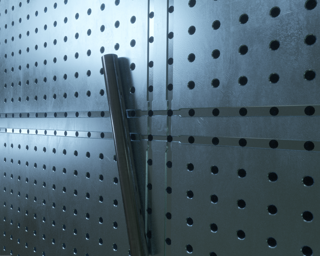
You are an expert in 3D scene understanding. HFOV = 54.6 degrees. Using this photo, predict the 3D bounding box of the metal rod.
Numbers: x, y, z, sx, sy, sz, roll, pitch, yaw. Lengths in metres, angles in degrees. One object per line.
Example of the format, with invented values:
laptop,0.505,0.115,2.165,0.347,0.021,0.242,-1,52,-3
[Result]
metal rod,-0.052,0.037,0.453,0.025,0.025,0.299,-16,80,39
